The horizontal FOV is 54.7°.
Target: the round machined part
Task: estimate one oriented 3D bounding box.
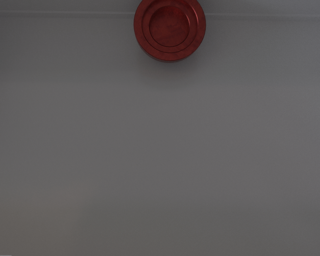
[{"bbox_3d":[0.013,-0.141,0.440,0.099,0.042,0.097,0,94,-2],"label":"round machined part"}]
